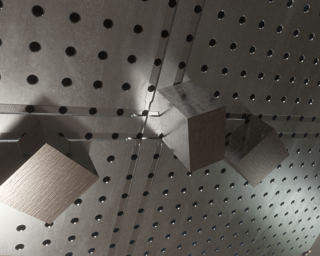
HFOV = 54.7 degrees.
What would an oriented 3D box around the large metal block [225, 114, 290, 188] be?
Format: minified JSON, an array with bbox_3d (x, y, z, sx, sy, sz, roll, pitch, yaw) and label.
[{"bbox_3d":[0.152,0.038,0.505,0.080,0.050,0.080,-44,130,2],"label":"large metal block"}]

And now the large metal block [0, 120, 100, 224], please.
[{"bbox_3d":[-0.132,0.052,0.356,0.080,0.050,0.080,-43,130,1],"label":"large metal block"}]

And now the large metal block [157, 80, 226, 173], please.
[{"bbox_3d":[0.039,-0.004,0.396,0.050,0.080,0.079,-19,126,-18],"label":"large metal block"}]
